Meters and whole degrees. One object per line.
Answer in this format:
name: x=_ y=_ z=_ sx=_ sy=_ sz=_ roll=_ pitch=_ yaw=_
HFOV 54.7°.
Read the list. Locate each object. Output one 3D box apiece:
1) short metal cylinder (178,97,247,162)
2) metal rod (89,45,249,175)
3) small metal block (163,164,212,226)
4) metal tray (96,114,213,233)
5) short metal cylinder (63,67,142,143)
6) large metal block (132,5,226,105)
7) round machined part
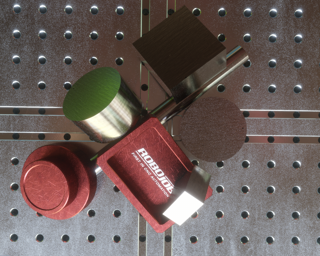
short metal cylinder: x=0.065 y=0.002 z=0.401 sx=0.081 sy=0.050 sz=0.079 roll=0 pitch=90 yaw=0
metal rod: x=-0.009 y=-0.009 z=0.415 sx=0.300 sy=0.025 sz=0.025 roll=-37 pitch=90 yaw=0
small metal block: x=0.033 y=0.080 z=0.372 sx=0.025 sy=0.050 sz=0.050 roll=35 pitch=125 yaw=-2
metal tray: x=-0.006 y=0.058 z=0.396 sx=0.090 sy=0.030 sz=0.130 roll=-38 pitch=103 yaw=0
short metal cylinder: x=-0.070 y=-0.028 z=0.380 sx=0.080 sy=0.050 sz=0.080 roll=-15 pitch=51 yaw=20
large metal block: x=0.026 y=-0.090 z=0.389 sx=0.080 sy=0.050 sz=0.080 roll=-37 pitch=71 yaw=0
round machined part: x=-0.134 y=0.069 z=0.391 sx=0.098 sy=0.042 sz=0.097 roll=2 pitch=96 yaw=15
